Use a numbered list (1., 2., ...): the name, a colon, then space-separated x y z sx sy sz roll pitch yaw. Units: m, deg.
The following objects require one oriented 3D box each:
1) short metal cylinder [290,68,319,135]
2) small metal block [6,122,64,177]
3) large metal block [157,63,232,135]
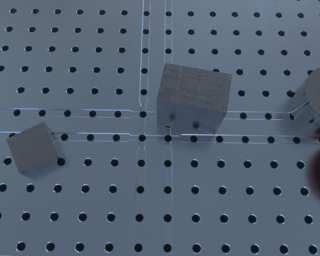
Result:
1. short metal cylinder: 0.224 -0.036 0.414 0.081 0.050 0.080 0 70 0
2. small metal block: -0.161 0.028 0.400 0.050 0.025 0.050 -26 72 -10
3. large metal block: 0.040 -0.034 0.396 0.080 0.080 0.050 11 71 3
